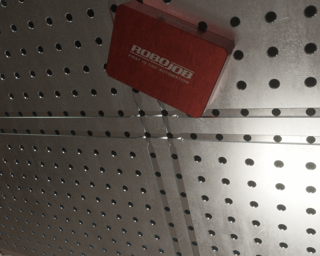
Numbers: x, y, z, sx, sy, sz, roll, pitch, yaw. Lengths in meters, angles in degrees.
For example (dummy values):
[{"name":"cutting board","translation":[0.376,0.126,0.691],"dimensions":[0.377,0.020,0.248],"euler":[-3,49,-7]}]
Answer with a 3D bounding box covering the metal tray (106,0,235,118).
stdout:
[{"name":"metal tray","translation":[0.006,-0.078,0.355],"dimensions":[0.130,0.030,0.089],"euler":[27,128,11]}]
